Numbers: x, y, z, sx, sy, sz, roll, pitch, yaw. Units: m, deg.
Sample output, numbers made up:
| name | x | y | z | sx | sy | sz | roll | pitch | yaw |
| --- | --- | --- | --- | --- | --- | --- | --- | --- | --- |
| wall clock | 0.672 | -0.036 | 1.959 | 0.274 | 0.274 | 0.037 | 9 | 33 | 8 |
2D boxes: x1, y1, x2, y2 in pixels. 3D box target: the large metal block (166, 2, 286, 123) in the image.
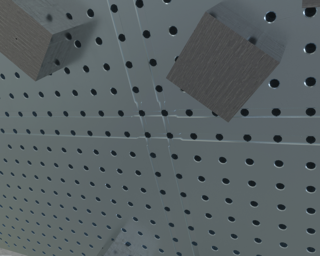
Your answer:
| name | x | y | z | sx | sy | sz | roll | pitch | yaw |
| --- | --- | --- | --- | --- | --- | --- | --- | --- | --- |
| large metal block | 0.066 | -0.067 | 0.318 | 0.080 | 0.050 | 0.079 | 36 | 129 | 3 |

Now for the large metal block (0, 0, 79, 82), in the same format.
| name | x | y | z | sx | sy | sz | roll | pitch | yaw |
| --- | --- | --- | --- | --- | --- | --- | --- | --- | --- |
| large metal block | -0.165 | -0.123 | 0.404 | 0.080 | 0.050 | 0.080 | 40 | 129 | 0 |

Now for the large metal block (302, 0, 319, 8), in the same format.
| name | x | y | z | sx | sy | sz | roll | pitch | yaw |
| --- | --- | --- | --- | --- | --- | --- | --- | --- | --- |
| large metal block | 0.153 | -0.138 | 0.229 | 0.080 | 0.050 | 0.079 | 5 | 121 | 25 |

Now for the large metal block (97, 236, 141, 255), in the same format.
| name | x | y | z | sx | sy | sz | roll | pitch | yaw |
| --- | --- | --- | --- | --- | --- | --- | --- | --- | --- |
| large metal block | -0.082 | 0.269 | 0.602 | 0.080 | 0.050 | 0.080 | 41 | 129 | -1 |
